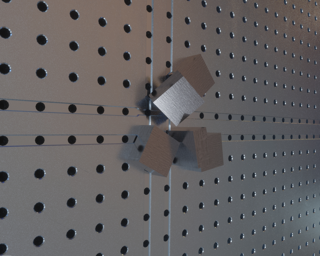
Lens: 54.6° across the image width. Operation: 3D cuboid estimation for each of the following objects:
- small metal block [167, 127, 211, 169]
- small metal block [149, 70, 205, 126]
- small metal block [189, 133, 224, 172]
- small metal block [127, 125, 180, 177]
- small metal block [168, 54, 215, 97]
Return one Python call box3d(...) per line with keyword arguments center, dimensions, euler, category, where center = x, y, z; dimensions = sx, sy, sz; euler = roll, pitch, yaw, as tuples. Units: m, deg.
box3d(center=(0.039, 0.026, 0.425), dimensions=(0.025, 0.050, 0.050), euler=(-15, 100, -39), category="small metal block")
box3d(center=(0.022, -0.039, 0.411), dimensions=(0.050, 0.025, 0.050), euler=(-41, 121, 8), category="small metal block")
box3d(center=(0.068, 0.035, 0.465), dimensions=(0.050, 0.025, 0.050), euler=(-10, 96, -39), category="small metal block")
box3d(center=(-0.007, 0.030, 0.402), dimensions=(0.050, 0.025, 0.050), euler=(35, 68, -34), category="small metal block")
box3d(center=(0.047, -0.070, 0.447), dimensions=(0.050, 0.025, 0.050), euler=(-46, 118, -30), category="small metal block")
